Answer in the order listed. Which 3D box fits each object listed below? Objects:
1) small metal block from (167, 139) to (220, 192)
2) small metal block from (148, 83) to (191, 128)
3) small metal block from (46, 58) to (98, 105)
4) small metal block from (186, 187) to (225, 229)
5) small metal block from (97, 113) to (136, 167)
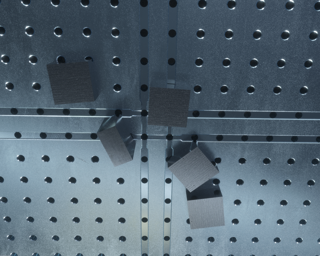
[{"bbox_3d":[0.046,0.053,0.433,0.050,0.025,0.050,-38,106,12],"label":"small metal block"},{"bbox_3d":[0.011,-0.030,0.402,0.050,0.025,0.050,4,110,-2],"label":"small metal block"},{"bbox_3d":[-0.109,-0.059,0.391,0.050,0.025,0.050,-5,110,1],"label":"small metal block"},{"bbox_3d":[0.067,0.118,0.457,0.050,0.025,0.050,-7,110,2],"label":"small metal block"},{"bbox_3d":[-0.055,0.015,0.405,0.025,0.050,0.050,-22,109,8],"label":"small metal block"}]
